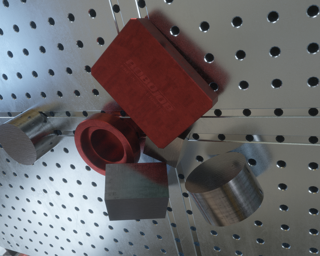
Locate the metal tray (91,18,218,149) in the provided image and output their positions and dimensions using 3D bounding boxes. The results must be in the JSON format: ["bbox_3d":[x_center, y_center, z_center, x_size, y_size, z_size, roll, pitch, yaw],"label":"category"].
[{"bbox_3d":[-0.008,-0.051,0.364,0.130,0.030,0.090,48,119,1],"label":"metal tray"}]

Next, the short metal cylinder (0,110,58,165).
[{"bbox_3d":[-0.222,0.016,0.522,0.080,0.050,0.079,13,124,21],"label":"short metal cylinder"}]

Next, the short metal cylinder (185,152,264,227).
[{"bbox_3d":[0.078,0.073,0.380,0.080,0.080,0.050,-20,108,36],"label":"short metal cylinder"}]

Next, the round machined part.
[{"bbox_3d":[-0.071,0.021,0.451,0.098,0.042,0.097,13,124,21],"label":"round machined part"}]

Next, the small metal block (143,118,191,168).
[{"bbox_3d":[0.009,0.019,0.419,0.050,0.025,0.050,23,127,14],"label":"small metal block"}]

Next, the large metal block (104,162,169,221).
[{"bbox_3d":[-0.032,0.090,0.431,0.081,0.050,0.080,-1,145,-5],"label":"large metal block"}]
